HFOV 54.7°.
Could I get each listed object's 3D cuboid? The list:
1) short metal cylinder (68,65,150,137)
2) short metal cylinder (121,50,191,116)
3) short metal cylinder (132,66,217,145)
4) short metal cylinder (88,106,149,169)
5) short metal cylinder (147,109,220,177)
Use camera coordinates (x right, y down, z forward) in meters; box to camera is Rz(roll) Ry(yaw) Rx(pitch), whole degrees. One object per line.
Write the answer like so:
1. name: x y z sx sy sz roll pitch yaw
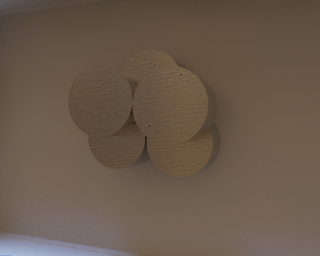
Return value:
1. short metal cylinder: -0.058 -0.030 0.363 0.080 0.050 0.080 0 90 20
2. short metal cylinder: -0.005 -0.055 0.397 0.080 0.050 0.080 0 90 20
3. short metal cylinder: 0.017 -0.023 0.335 0.080 0.050 0.080 0 90 20
4. short metal cylinder: -0.047 0.011 0.412 0.080 0.050 0.080 0 90 20
5. short metal cylinder: 0.030 0.017 0.385 0.080 0.050 0.080 0 90 20
